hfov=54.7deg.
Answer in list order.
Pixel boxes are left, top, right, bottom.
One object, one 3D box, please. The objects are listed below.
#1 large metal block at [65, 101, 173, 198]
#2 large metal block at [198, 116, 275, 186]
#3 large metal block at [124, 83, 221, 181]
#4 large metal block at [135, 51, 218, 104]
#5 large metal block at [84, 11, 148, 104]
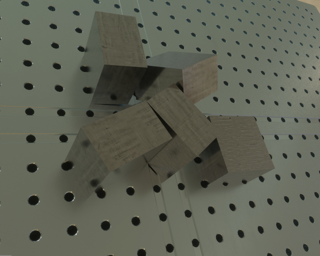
[{"bbox_3d":[-0.047,0.023,0.335,0.081,0.080,0.050,-27,77,-37],"label":"large metal block"},{"bbox_3d":[0.098,0.030,0.429,0.081,0.050,0.080,0,62,-29],"label":"large metal block"},{"bbox_3d":[0.011,0.007,0.376,0.080,0.080,0.050,48,51,5],"label":"large metal block"},{"bbox_3d":[0.022,-0.068,0.416,0.080,0.050,0.081,15,31,37],"label":"large metal block"},{"bbox_3d":[-0.060,-0.085,0.392,0.050,0.080,0.080,-1,62,-25],"label":"large metal block"}]
